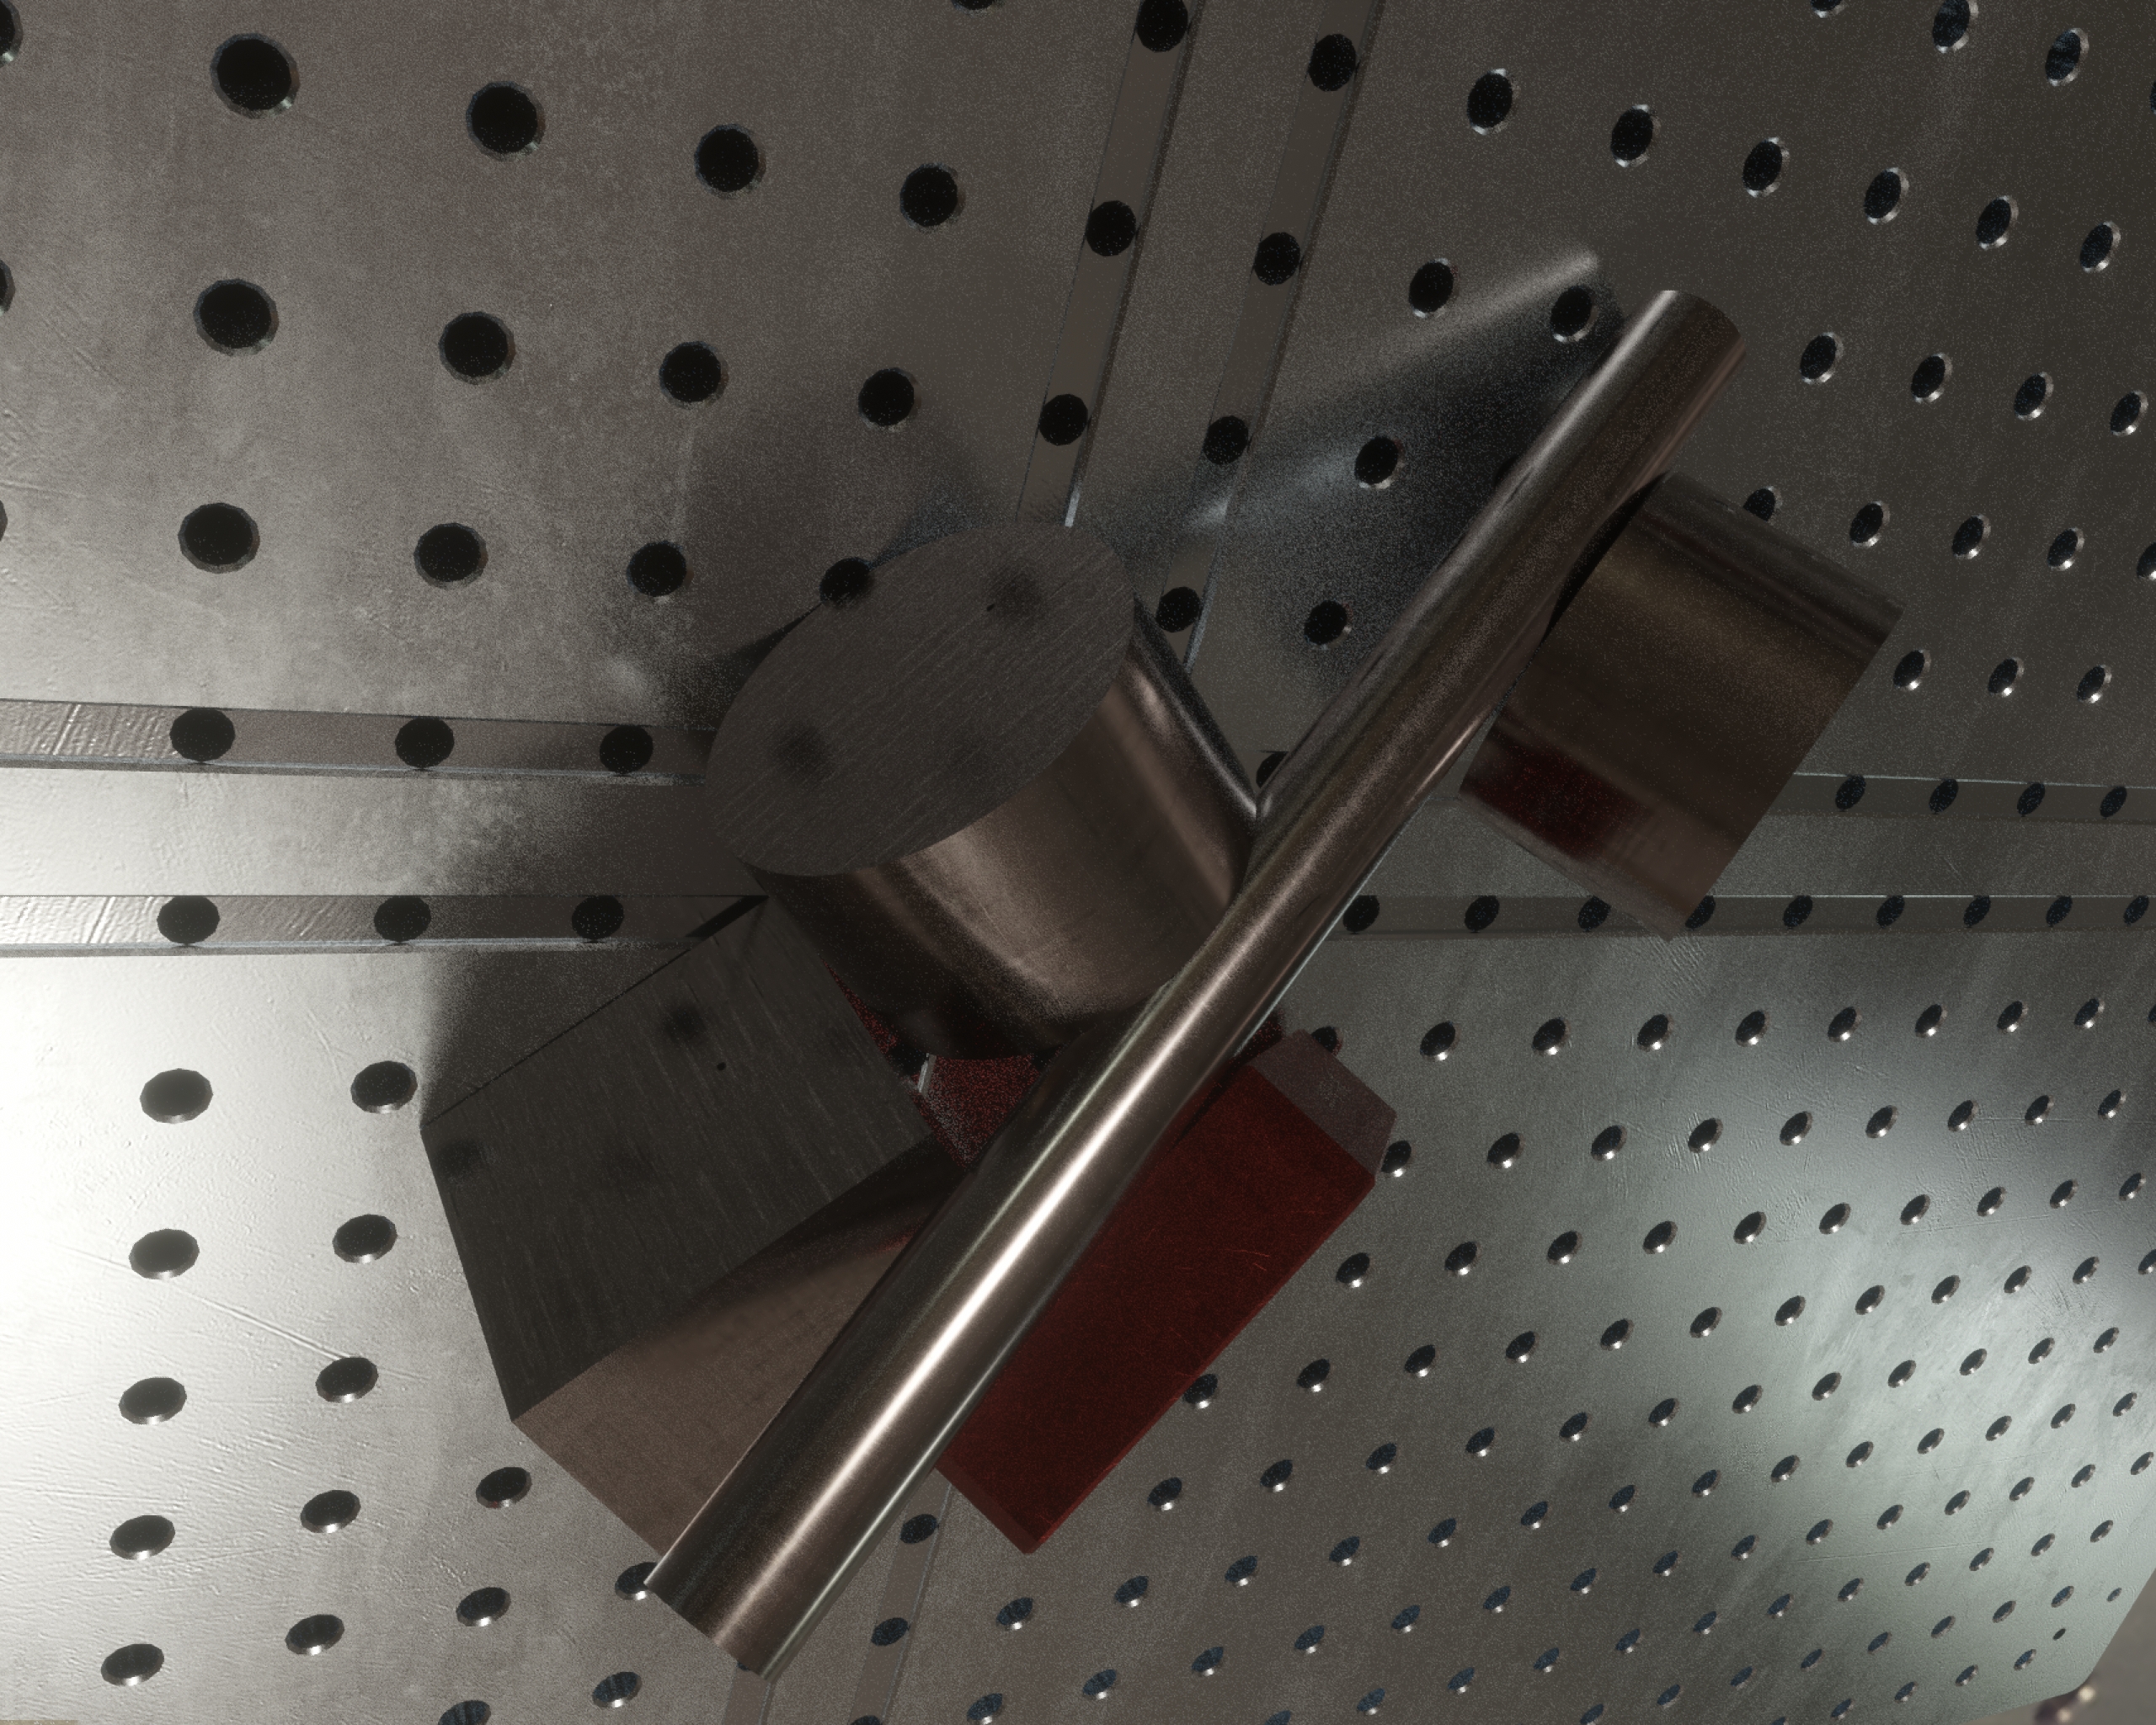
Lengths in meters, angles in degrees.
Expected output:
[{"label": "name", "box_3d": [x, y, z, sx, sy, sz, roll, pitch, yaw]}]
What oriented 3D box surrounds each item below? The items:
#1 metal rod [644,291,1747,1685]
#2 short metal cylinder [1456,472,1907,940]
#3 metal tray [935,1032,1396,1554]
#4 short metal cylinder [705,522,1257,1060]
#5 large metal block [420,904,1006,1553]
[{"label": "metal rod", "box_3d": [0.033, 0.006, 0.365, 0.301, 0.025, 0.025, -51, 132, -20]}, {"label": "short metal cylinder", "box_3d": [0.120, -0.031, 0.418, 0.080, 0.050, 0.080, -51, 166, -17]}, {"label": "metal tray", "box_3d": [0.021, 0.079, 0.419, 0.090, 0.030, 0.130, -48, 171, 6]}, {"label": "short metal cylinder", "box_3d": [-0.016, -0.013, 0.360, 0.080, 0.080, 0.050, -37, 130, -4]}, {"label": "large metal block", "box_3d": [-0.064, 0.064, 0.381, 0.080, 0.080, 0.050, -34, 129, -6]}]
